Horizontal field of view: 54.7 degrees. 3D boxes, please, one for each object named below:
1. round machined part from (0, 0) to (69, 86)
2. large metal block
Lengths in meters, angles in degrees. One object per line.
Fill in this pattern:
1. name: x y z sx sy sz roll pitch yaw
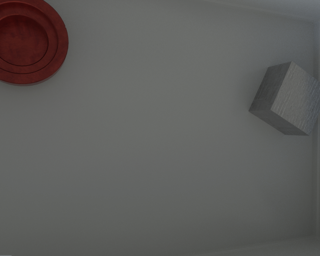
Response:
1. round machined part: -0.154 -0.095 0.345 0.099 0.042 0.097 0 90 -21
2. large metal block: 0.196 -0.042 0.471 0.080 0.050 0.080 29 80 -18
